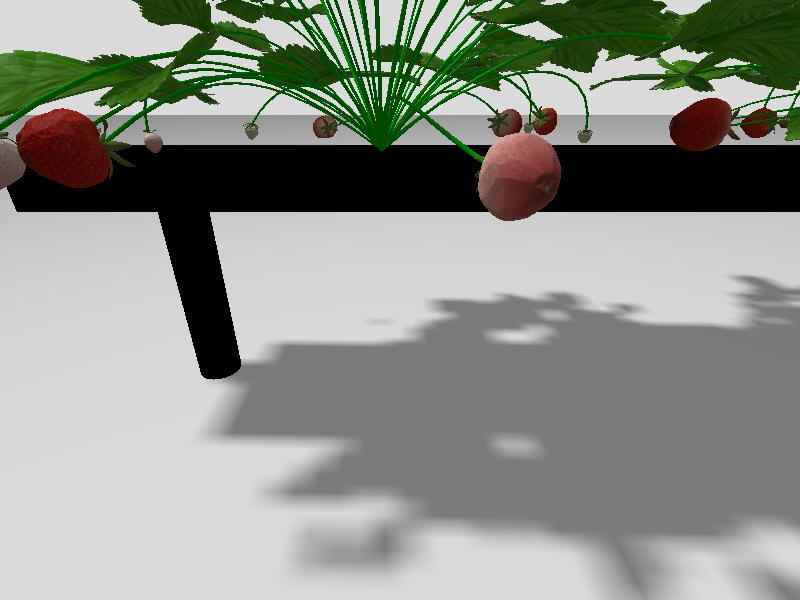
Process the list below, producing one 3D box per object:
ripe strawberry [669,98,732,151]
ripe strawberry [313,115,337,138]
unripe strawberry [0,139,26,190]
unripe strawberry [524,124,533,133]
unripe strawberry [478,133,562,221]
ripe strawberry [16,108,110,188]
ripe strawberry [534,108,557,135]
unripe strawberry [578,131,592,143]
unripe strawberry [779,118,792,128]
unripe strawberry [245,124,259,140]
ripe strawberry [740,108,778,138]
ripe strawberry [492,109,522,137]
[{"bbox_3d":[0.250,-0.146,0.336,0.042,0.041,0.039,2,26,5],"label":"ripe strawberry"},{"bbox_3d":[-0.082,-0.188,0.434,0.026,0.023,0.026,-14,29,-26],"label":"ripe strawberry"},{"bbox_3d":[-0.186,-0.060,0.178,0.026,0.028,0.027,25,-1,40],"label":"unripe strawberry"},{"bbox_3d":[0.137,-0.182,0.425,0.010,0.010,0.009,-18,31,-32],"label":"unripe strawberry"},{"bbox_3d":[0.040,-0.039,0.130,0.027,0.028,0.029,-6,27,-13],"label":"unripe strawberry"},{"bbox_3d":[-0.148,-0.066,0.176,0.029,0.032,0.031,20,35,35],"label":"ripe strawberry"},{"bbox_3d":[0.174,-0.211,0.475,0.029,0.030,0.026,2,18,-45],"label":"ripe strawberry"},{"bbox_3d":[0.149,-0.132,0.323,0.010,0.010,0.009,0,26,1],"label":"unripe strawberry"},{"bbox_3d":[0.506,-0.232,0.524,0.015,0.014,0.014,8,27,16],"label":"unripe strawberry"},{"bbox_3d":[-0.166,-0.187,0.446,0.015,0.015,0.014,42,43,22],"label":"unripe strawberry"},{"bbox_3d":[0.413,-0.205,0.463,0.030,0.032,0.033,-4,26,-7],"label":"ripe strawberry"},{"bbox_3d":[0.118,-0.190,0.433,0.033,0.028,0.033,-7,24,-44],"label":"ripe strawberry"}]
